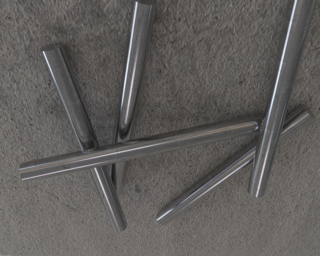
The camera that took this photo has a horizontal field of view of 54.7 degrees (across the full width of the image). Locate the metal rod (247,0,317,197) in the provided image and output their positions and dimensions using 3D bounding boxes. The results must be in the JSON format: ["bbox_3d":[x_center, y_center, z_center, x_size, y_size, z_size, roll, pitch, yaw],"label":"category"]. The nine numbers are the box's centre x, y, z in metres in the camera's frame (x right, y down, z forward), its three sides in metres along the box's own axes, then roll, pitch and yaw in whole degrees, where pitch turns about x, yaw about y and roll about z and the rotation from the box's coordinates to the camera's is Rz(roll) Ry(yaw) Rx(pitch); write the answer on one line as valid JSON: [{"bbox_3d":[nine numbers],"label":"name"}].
[{"bbox_3d":[0.137,-0.034,0.358,0.025,0.025,0.298,0,124,0],"label":"metal rod"}]

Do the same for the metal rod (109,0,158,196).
[{"bbox_3d":[-0.043,-0.013,0.395,0.025,0.025,0.298,9,130,-7],"label":"metal rod"}]

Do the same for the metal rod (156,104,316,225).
[{"bbox_3d":[0.095,0.069,0.466,0.025,0.025,0.299,31,124,-24],"label":"metal rod"}]

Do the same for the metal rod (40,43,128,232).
[{"bbox_3d":[-0.090,0.035,0.414,0.025,0.025,0.298,-8,124,6],"label":"metal rod"}]

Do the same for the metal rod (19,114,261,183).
[{"bbox_3d":[-0.019,0.024,0.391,0.302,0.025,0.025,-12,130,-5],"label":"metal rod"}]
